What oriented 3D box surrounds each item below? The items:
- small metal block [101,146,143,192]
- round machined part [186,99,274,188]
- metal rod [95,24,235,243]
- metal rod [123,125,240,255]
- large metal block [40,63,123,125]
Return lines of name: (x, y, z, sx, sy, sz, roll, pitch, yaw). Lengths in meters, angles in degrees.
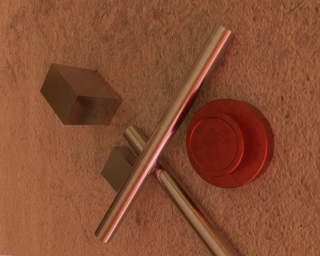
small metal block: (-0.053, 0.061, 0.446, 0.050, 0.025, 0.050, 42, 115, 31)
round machined part: (0.068, 0.017, 0.337, 0.098, 0.042, 0.097, 0, 90, 39)
metal rod: (-0.001, 0.017, 0.376, 0.025, 0.025, 0.298, 39, 105, 33)
metal rod: (0.044, 0.107, 0.367, 0.300, 0.025, 0.025, 50, 119, 28)
large metal block: (-0.117, -0.049, 0.463, 0.080, 0.081, 0.050, 47, 118, 29)
